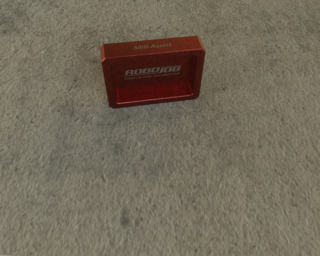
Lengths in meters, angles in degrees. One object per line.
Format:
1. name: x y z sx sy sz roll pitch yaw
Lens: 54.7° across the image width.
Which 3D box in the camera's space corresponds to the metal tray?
1. metal tray: -0.009 -0.074 0.423 0.131 0.089 0.030 -7 51 -7
